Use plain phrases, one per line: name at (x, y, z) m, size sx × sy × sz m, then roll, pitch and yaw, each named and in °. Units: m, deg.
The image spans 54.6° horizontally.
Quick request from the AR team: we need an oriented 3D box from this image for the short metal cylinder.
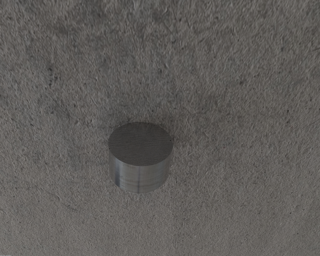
short metal cylinder at (-0.026, 0.037, 0.402) m, size 0.080 × 0.080 × 0.050 m, roll 4°, pitch 130°, yaw -3°
